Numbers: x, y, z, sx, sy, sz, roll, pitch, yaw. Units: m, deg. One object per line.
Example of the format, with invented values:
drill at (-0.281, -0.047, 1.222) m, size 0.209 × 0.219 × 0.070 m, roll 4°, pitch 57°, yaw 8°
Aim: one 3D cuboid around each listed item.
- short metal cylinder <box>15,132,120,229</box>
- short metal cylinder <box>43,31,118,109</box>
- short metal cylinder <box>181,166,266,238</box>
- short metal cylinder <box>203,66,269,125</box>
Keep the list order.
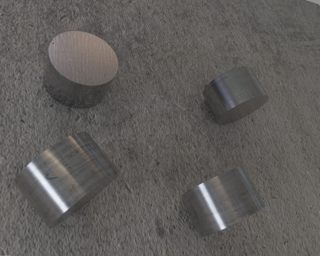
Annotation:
short metal cylinder at (-0.085, 0.048, 0.293) m, size 0.050 × 0.080 × 0.081 m, roll 50°, pitch 51°, yaw 6°
short metal cylinder at (-0.097, -0.070, 0.378) m, size 0.081 × 0.050 × 0.080 m, roll 14°, pitch 56°, yaw -21°
short metal cylinder at (0.071, 0.084, 0.356) m, size 0.081 × 0.080 × 0.050 m, roll -15°, pitch 70°, yaw -34°
short metal cylinder at (0.110, -0.046, 0.456) m, size 0.081 × 0.080 × 0.050 m, roll -12°, pitch 68°, yaw -33°
